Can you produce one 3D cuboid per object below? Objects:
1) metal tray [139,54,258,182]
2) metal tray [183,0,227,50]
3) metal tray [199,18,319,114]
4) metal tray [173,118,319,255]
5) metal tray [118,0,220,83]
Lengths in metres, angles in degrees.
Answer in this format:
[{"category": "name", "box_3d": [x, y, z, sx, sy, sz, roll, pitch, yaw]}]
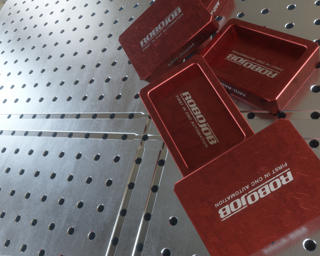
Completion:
[{"category": "metal tray", "box_3d": [0.043, -0.012, 0.368, 0.090, 0.030, 0.130, -32, 68, 8]}, {"category": "metal tray", "box_3d": [0.045, -0.187, 0.496, 0.090, 0.030, 0.130, 21, 72, 35]}, {"category": "metal tray", "box_3d": [0.117, -0.084, 0.395, 0.090, 0.030, 0.130, -49, 51, -7]}, {"category": "metal tray", "box_3d": [0.091, 0.062, 0.301, 0.130, 0.030, 0.090, -33, 71, 6]}, {"category": "metal tray", "box_3d": [0.009, -0.138, 0.452, 0.130, 0.030, 0.090, -38, 66, 20]}]
